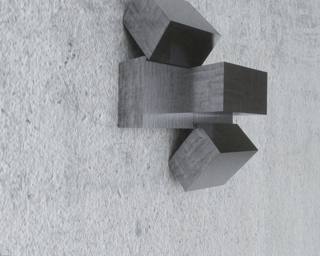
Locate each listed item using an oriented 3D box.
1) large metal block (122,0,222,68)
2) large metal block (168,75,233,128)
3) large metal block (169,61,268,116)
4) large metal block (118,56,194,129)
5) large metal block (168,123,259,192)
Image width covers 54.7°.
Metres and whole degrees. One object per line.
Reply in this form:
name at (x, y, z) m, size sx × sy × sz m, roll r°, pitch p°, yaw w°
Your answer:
large metal block at (0.013, -0.121, 0.375) m, size 0.081 × 0.050 × 0.080 m, roll 1°, pitch 46°, yaw -40°
large metal block at (0.058, -0.039, 0.439) m, size 0.081 × 0.050 × 0.079 m, roll 1°, pitch 90°, yaw -40°
large metal block at (0.068, -0.041, 0.365) m, size 0.081 × 0.080 × 0.050 m, roll 2°, pitch 89°, yaw -40°
large metal block at (-0.004, -0.040, 0.386) m, size 0.081 × 0.050 × 0.079 m, roll 1°, pitch 90°, yaw -40°
large metal block at (0.072, 0.039, 0.425) m, size 0.081 × 0.080 × 0.050 m, roll 1°, pitch 46°, yaw -41°
